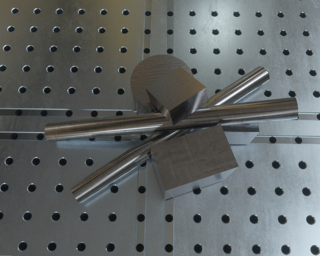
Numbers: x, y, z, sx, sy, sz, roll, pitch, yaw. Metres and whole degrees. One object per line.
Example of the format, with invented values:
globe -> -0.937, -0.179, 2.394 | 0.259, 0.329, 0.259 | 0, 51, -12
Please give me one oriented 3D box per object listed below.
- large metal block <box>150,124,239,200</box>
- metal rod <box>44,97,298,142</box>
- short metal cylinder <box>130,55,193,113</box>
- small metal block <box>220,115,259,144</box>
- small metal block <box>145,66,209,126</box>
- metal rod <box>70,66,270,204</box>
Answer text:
large metal block -> 0.036, 0.043, 0.362 | 0.081, 0.080, 0.050 | -17, 71, -6
metal rod -> 0.003, -0.008, 0.373 | 0.301, 0.025, 0.025 | -5, 70, 12
short metal cylinder -> 0.003, -0.050, 0.413 | 0.081, 0.050, 0.080 | 0, 69, 0
small metal block -> 0.093, 0.002, 0.395 | 0.050, 0.050, 0.025 | 0, 70, 1
small metal block -> 0.020, -0.038, 0.360 | 0.050, 0.025, 0.050 | -34, 51, -11
metal rod -> 0.021, 0.003, 0.408 | 0.301, 0.025, 0.025 | -33, 73, -11
